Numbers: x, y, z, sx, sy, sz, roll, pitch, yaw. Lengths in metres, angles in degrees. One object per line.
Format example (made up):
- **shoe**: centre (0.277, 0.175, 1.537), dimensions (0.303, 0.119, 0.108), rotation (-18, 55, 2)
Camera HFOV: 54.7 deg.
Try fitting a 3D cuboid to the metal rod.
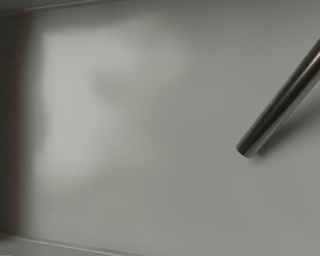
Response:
- **metal rod**: centre (0.161, -0.079, 0.289), dimensions (0.025, 0.025, 0.298), rotation (40, 127, 15)
